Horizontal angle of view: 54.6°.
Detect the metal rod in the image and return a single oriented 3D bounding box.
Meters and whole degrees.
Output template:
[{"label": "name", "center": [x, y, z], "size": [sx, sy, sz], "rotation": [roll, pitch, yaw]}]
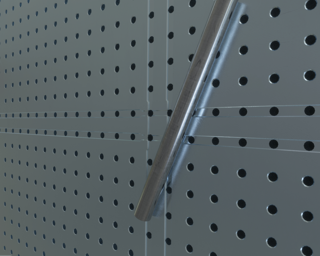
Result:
[{"label": "metal rod", "center": [0.026, -0.013, 0.388], "size": [0.025, 0.025, 0.298], "rotation": [32, 110, 35]}]
